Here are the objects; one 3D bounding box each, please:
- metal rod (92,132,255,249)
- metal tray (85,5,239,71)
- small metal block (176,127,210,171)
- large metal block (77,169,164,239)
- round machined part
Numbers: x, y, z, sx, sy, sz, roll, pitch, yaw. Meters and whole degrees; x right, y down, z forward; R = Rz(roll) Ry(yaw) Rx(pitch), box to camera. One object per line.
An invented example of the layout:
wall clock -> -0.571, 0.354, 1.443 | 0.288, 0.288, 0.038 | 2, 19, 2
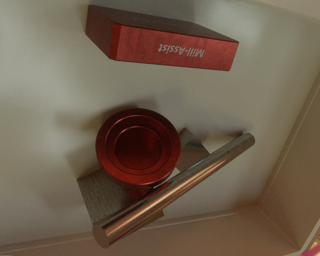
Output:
metal rod -> 0.044, 0.061, 0.398 | 0.302, 0.025, 0.025 | -23, 131, -44
metal tray -> 0.001, -0.090, 0.312 | 0.131, 0.090, 0.030 | -1, 119, -28
small metal block -> 0.038, 0.036, 0.453 | 0.050, 0.025, 0.050 | -43, 130, 1
large metal block -> -0.052, 0.090, 0.402 | 0.080, 0.080, 0.050 | -25, 128, -13
round machined part -> -0.027, 0.028, 0.375 | 0.099, 0.098, 0.042 | -19, 156, -18
